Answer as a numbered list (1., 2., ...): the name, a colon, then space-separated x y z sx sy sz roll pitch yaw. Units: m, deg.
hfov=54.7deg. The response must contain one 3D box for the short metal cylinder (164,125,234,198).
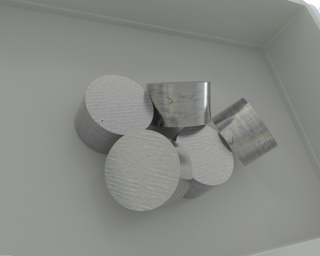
1. short metal cylinder: 0.044 0.042 0.388 0.081 0.050 0.080 14 56 -21

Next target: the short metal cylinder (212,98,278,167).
1. short metal cylinder: 0.114 0.006 0.421 0.080 0.050 0.080 53 10 -13

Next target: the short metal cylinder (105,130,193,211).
1. short metal cylinder: -0.010 0.045 0.328 0.080 0.080 0.050 66 12 18

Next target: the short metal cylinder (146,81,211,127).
1. short metal cylinder: 0.024 -0.033 0.393 0.081 0.080 0.050 -8 102 -32

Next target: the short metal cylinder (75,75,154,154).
1. short metal cylinder: -0.055 -0.016 0.368 0.081 0.050 0.080 14 56 -21
